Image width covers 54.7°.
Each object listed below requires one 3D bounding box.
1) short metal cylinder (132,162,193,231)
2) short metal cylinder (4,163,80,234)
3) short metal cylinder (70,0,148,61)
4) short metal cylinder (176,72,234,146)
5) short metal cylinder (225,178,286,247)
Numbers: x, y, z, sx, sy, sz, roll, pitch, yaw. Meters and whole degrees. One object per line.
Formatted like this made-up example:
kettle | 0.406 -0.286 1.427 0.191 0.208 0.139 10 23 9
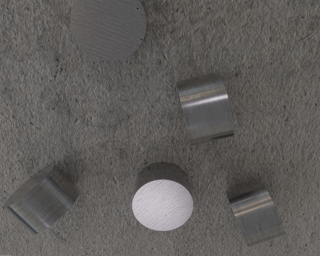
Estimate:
short metal cylinder | 0.004 0.094 0.431 0.081 0.050 0.079 0 110 0
short metal cylinder | -0.156 0.092 0.413 0.080 0.080 0.050 -34 107 11
short metal cylinder | -0.055 -0.120 0.352 0.081 0.050 0.079 0 110 0
short metal cylinder | 0.053 -0.023 0.372 0.050 0.080 0.080 -13 110 5
short metal cylinder | 0.129 0.114 0.424 0.050 0.080 0.080 -23 109 8
